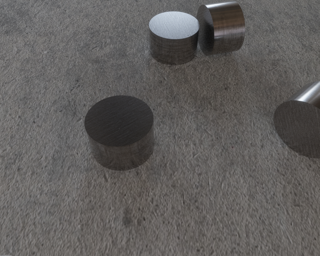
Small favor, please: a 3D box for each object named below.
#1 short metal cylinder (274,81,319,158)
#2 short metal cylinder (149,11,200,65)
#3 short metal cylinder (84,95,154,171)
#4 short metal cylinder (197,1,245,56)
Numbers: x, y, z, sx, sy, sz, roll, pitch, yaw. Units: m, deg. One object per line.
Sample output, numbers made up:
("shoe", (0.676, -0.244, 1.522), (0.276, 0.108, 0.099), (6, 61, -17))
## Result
("short metal cylinder", (0.189, -0.010, 0.377), (0.050, 0.080, 0.080), (-34, 58, -25))
("short metal cylinder", (0.023, -0.149, 0.512), (0.080, 0.050, 0.080), (0, 50, 0))
("short metal cylinder", (-0.048, 0.005, 0.382), (0.080, 0.050, 0.080), (0, 50, 0))
("short metal cylinder", (0.096, -0.162, 0.504), (0.050, 0.080, 0.080), (-12, 51, -10))
